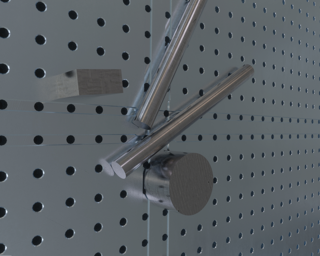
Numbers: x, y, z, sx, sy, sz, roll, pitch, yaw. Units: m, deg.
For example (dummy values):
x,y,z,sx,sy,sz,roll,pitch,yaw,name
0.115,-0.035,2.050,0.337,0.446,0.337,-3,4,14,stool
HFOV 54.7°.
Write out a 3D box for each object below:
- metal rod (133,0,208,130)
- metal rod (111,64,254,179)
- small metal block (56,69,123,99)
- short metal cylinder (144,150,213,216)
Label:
x,y,z,sx,sy,sz,roll,pitch,yaw,name
0.034,-0.134,0.437,0.025,0.025,0.300,36,68,-34,metal rod
0.051,-0.024,0.452,0.302,0.025,0.025,-37,113,-34,metal rod
-0.075,-0.047,0.330,0.050,0.050,0.025,-9,96,-40,small metal block
0.026,0.071,0.415,0.081,0.050,0.079,0,90,-40,short metal cylinder
